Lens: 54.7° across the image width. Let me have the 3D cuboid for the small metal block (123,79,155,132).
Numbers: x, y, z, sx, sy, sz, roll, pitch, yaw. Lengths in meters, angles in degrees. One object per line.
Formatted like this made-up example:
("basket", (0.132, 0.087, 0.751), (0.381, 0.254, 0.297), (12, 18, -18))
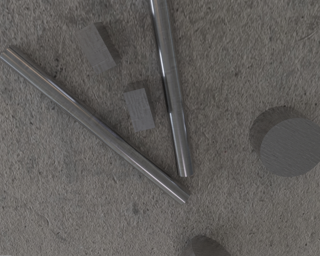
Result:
("small metal block", (-0.024, -0.029, 0.385), (0.025, 0.050, 0.050), (-14, 110, 5))

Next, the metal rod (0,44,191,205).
("metal rod", (-0.074, 0.004, 0.410), (0.300, 0.025, 0.025), (41, 105, -14))

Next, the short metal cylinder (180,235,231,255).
("short metal cylinder", (0.067, 0.208, 0.458), (0.080, 0.080, 0.050), (29, 108, -10))

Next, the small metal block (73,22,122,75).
("small metal block", (-0.071, -0.094, 0.361), (0.025, 0.050, 0.050), (-25, 108, 9))

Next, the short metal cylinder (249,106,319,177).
("short metal cylinder", (0.164, 0.017, 0.404), (0.081, 0.050, 0.079), (0, 110, 0))

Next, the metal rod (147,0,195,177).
("metal rod", (0.011, -0.076, 0.381), (0.025, 0.025, 0.298), (-9, 110, 3))
